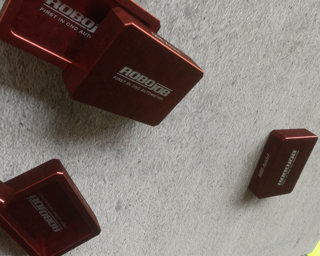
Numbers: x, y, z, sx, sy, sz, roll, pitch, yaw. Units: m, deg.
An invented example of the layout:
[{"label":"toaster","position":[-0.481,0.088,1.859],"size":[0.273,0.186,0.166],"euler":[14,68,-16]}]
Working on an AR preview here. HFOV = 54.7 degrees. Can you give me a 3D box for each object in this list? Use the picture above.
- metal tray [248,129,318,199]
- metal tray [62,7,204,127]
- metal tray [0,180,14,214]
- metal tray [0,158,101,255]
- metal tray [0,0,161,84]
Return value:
[{"label":"metal tray","position":[0.223,0.065,0.566],"size":[0.091,0.030,0.129],"euler":[-2,119,-28]},{"label":"metal tray","position":[-0.022,-0.055,0.328],"size":[0.090,0.030,0.131],"euler":[-47,144,19]},{"label":"metal tray","position":[-0.229,0.090,0.312],"size":[0.090,0.030,0.130],"euler":[43,94,-16]},{"label":"metal tray","position":[-0.142,0.110,0.393],"size":[0.091,0.030,0.129],"euler":[-27,128,-12]},{"label":"metal tray","position":[-0.075,-0.100,0.300],"size":[0.131,0.030,0.090],"euler":[24,105,-37]}]
